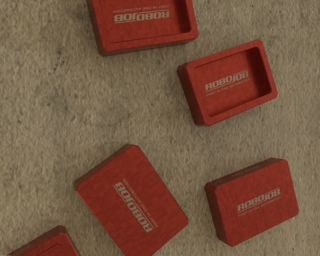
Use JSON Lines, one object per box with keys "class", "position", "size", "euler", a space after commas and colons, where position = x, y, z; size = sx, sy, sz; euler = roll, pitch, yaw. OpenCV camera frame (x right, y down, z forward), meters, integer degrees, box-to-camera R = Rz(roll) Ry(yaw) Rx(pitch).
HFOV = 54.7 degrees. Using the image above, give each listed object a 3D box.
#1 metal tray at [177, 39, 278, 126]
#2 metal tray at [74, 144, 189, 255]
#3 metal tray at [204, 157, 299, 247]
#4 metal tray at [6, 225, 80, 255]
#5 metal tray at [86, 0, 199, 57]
{"class": "metal tray", "position": [0.099, -0.065, 0.444], "size": [0.131, 0.030, 0.090], "euler": [-22, 98, -19]}
{"class": "metal tray", "position": [-0.034, 0.096, 0.395], "size": [0.090, 0.030, 0.130], "euler": [-37, 102, -17]}
{"class": "metal tray", "position": [0.138, 0.106, 0.459], "size": [0.131, 0.030, 0.089], "euler": [-17, 96, -20]}
{"class": "metal tray", "position": [-0.150, 0.185, 0.351], "size": [0.131, 0.030, 0.090], "euler": [-28, 100, -18]}
{"class": "metal tray", "position": [-0.022, -0.148, 0.398], "size": [0.131, 0.030, 0.089], "euler": [-14, 95, -20]}
